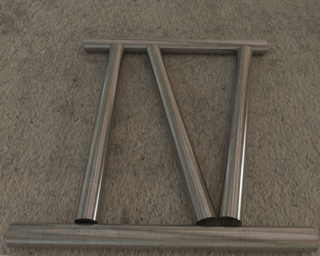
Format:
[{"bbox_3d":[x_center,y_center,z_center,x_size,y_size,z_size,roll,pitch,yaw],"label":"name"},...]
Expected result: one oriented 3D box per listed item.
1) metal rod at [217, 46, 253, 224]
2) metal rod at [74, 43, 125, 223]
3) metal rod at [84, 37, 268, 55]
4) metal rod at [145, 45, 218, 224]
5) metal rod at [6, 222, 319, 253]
[{"bbox_3d":[0.106,-0.014,0.416,0.025,0.025,0.300,10,51,8],"label":"metal rod"},{"bbox_3d":[-0.073,-0.016,0.416,0.025,0.025,0.300,1,50,0],"label":"metal rod"},{"bbox_3d":[0.026,-0.138,0.521,0.302,0.025,0.025,1,50,0],"label":"metal rod"},{"bbox_3d":[0.018,-0.014,0.416,0.025,0.025,0.300,-9,51,-8],"label":"metal rod"},{"bbox_3d":[0.002,0.110,0.311,0.302,0.025,0.025,1,50,0],"label":"metal rod"}]
